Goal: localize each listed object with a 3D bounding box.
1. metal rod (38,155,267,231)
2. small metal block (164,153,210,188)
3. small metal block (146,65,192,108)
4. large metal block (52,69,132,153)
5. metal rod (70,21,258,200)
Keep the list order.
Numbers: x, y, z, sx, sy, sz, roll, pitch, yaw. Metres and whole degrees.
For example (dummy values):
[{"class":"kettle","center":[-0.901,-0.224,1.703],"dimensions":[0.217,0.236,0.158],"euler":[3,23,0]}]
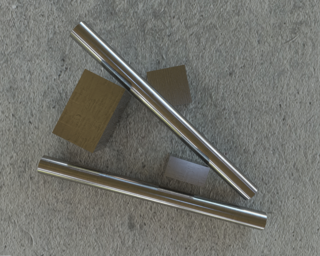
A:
[{"class":"metal rod","center":[-0.009,0.086,0.409],"dimensions":[0.302,0.025,0.025],"euler":[15,90,-1]},{"class":"small metal block","center":[0.032,0.053,0.398],"dimensions":[0.050,0.050,0.025],"euler":[17,90,-1]},{"class":"small metal block","center":[0.012,-0.052,0.410],"dimensions":[0.050,0.025,0.050],"euler":[-11,90,-1]},{"class":"large metal block","center":[-0.079,-0.019,0.381],"dimensions":[0.050,0.080,0.080],"euler":[27,90,-1]},{"class":"metal rod","center":[0.012,-0.015,0.387],"dimensions":[0.300,0.025,0.025],"euler":[43,90,-10]}]
